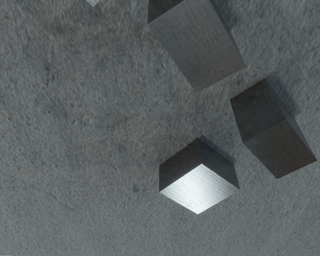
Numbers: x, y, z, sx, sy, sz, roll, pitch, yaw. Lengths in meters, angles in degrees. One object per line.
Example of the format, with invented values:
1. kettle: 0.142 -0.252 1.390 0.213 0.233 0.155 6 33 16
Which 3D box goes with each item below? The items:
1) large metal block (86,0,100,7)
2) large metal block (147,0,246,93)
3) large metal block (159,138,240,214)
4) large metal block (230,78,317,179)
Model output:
1. large metal block: -0.056 -0.163 0.251 0.080 0.050 0.080 -35 122 26
2. large metal block: 0.033 -0.094 0.291 0.050 0.080 0.080 -27 125 21
3. large metal block: 0.056 0.073 0.454 0.080 0.050 0.080 35 121 -27
4. large metal block: 0.134 0.001 0.374 0.050 0.080 0.080 -33 123 24
